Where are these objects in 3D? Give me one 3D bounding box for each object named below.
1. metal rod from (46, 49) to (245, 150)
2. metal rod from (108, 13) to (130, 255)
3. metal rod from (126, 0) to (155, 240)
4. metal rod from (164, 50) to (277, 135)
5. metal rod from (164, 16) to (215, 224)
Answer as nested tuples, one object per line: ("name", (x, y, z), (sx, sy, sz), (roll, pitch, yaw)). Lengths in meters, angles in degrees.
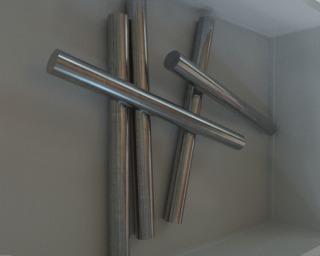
("metal rod", (0.010, -0.020, 0.382), (0.302, 0.025, 0.025), (21, 77, -38))
("metal rod", (-0.049, 0.017, 0.367), (0.025, 0.025, 0.298), (-1, 91, -40))
("metal rod", (-0.024, -0.012, 0.388), (0.025, 0.025, 0.298), (-4, 93, -40))
("metal rod", (0.112, -0.040, 0.479), (0.301, 0.025, 0.025), (23, 75, -45))
("metal rod", (0.044, -0.017, 0.445), (0.025, 0.025, 0.299), (17, 79, -39))
